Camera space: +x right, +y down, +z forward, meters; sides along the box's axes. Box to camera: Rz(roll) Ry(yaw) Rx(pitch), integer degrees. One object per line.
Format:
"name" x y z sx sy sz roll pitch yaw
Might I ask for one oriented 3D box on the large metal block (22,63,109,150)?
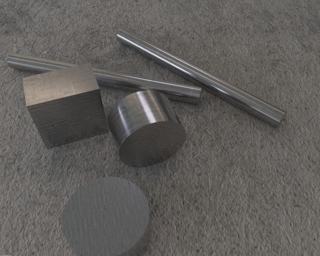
"large metal block" -0.115 -0.027 0.389 0.081 0.080 0.050 -16 52 -13

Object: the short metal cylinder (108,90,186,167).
"short metal cylinder" -0.016 0.002 0.366 0.081 0.080 0.050 -16 52 -13

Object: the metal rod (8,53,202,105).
"metal rod" -0.088 -0.076 0.466 0.301 0.025 0.025 12 51 9

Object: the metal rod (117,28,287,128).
"metal rod" 0.049 -0.085 0.475 0.300 0.025 0.025 33 58 24

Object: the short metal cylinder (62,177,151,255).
"short metal cylinder" -0.050 0.096 0.306 0.081 0.050 0.080 0 50 0
